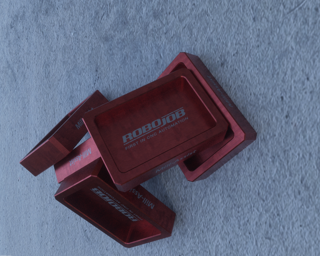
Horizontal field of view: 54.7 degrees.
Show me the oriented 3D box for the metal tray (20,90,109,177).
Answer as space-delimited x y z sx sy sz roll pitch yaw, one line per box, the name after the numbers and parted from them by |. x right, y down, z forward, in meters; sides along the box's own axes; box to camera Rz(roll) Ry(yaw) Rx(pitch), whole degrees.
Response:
-0.135 0.004 0.453 0.090 0.130 0.030 -30 110 35 | metal tray

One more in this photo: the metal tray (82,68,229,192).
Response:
-0.005 -0.001 0.336 0.131 0.030 0.090 -27 67 -11 | metal tray

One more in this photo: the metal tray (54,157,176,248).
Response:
-0.055 0.100 0.393 0.090 0.130 0.030 -31 26 36 | metal tray

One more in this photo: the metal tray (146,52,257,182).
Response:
0.040 -0.014 0.369 0.090 0.030 0.130 -46 63 30 | metal tray

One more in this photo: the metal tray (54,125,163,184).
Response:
-0.070 0.036 0.420 0.130 0.091 0.030 -31 71 35 | metal tray
